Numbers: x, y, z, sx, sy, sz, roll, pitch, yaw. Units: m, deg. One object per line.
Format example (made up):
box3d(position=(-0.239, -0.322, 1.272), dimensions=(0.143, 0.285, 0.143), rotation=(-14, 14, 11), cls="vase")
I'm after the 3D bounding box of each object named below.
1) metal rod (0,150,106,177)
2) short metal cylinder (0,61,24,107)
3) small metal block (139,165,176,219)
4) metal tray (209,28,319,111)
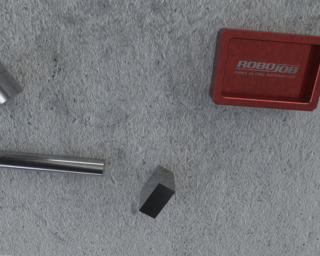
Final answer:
box3d(position=(-0.227, 0.042, 0.421), dimensions=(0.302, 0.025, 0.025), rotation=(5, 110, -3), cls="metal rod")
box3d(position=(-0.210, -0.042, 0.362), dimensions=(0.080, 0.080, 0.050), rotation=(-31, 108, 10), cls="short metal cylinder")
box3d(position=(-0.004, 0.087, 0.429), dimensions=(0.025, 0.050, 0.050), rotation=(31, 107, -11), cls="small metal block")
box3d(position=(0.133, -0.072, 0.382), dimensions=(0.131, 0.030, 0.089), rotation=(4, 110, -2), cls="metal tray")
